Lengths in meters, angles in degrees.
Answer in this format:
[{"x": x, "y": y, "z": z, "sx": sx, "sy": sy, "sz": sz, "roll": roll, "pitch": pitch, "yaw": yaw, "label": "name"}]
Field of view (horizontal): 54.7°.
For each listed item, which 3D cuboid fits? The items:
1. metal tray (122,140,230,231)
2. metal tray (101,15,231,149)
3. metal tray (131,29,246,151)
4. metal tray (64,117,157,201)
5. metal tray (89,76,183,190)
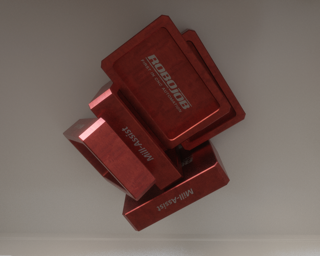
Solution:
[{"x": 0.017, "y": 0.068, "z": 0.400, "sx": 0.130, "sy": 0.090, "sz": 0.030, "roll": -31, "pitch": 108, "yaw": 10, "label": "metal tray"}, {"x": 0.008, "y": -0.050, "z": 0.356, "sx": 0.090, "sy": 0.030, "sz": 0.130, "roll": -35, "pitch": 106, "yaw": 12, "label": "metal tray"}, {"x": 0.036, "y": -0.046, "z": 0.392, "sx": 0.090, "sy": 0.030, "sz": 0.130, "roll": -32, "pitch": 106, "yaw": 12, "label": "metal tray"}, {"x": -0.065, "y": 0.032, "z": 0.366, "sx": 0.030, "sy": 0.130, "sz": 0.090, "roll": -44, "pitch": 107, "yaw": -17, "label": "metal tray"}, {"x": -0.024, "y": 0.002, "z": 0.374, "sx": 0.030, "sy": 0.090, "sz": 0.130, "roll": -35, "pitch": 107, "yaw": 12, "label": "metal tray"}]
